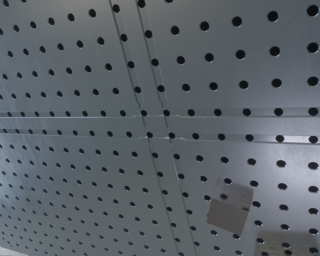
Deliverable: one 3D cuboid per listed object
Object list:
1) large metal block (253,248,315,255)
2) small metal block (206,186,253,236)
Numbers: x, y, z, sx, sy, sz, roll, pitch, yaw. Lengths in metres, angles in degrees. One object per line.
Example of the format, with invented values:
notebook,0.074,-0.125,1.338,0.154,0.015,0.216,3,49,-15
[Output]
large metal block,0.180,0.219,0.436,0.080,0.050,0.080,-10,114,32
small metal block,0.096,0.116,0.432,0.050,0.025,0.050,17,125,18
